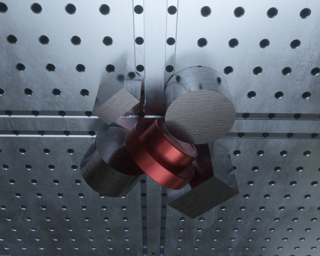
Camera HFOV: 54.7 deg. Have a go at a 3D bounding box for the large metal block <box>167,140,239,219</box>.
[{"bbox_3d":[0.056,0.067,0.434,0.050,0.080,0.080,36,121,-27],"label":"large metal block"}]

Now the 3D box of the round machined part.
[{"bbox_3d":[0.008,0.025,0.386,0.098,0.098,0.042,34,110,-26],"label":"round machined part"}]

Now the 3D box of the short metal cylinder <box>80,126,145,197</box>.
[{"bbox_3d":[-0.058,0.044,0.412,0.080,0.080,0.050,25,126,-20],"label":"short metal cylinder"}]

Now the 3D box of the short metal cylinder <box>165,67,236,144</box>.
[{"bbox_3d":[0.046,-0.026,0.373,0.081,0.050,0.079,0,130,0],"label":"short metal cylinder"}]

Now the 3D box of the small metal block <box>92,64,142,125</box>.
[{"bbox_3d":[-0.049,-0.039,0.361,0.050,0.050,0.025,-34,122,25],"label":"small metal block"}]
